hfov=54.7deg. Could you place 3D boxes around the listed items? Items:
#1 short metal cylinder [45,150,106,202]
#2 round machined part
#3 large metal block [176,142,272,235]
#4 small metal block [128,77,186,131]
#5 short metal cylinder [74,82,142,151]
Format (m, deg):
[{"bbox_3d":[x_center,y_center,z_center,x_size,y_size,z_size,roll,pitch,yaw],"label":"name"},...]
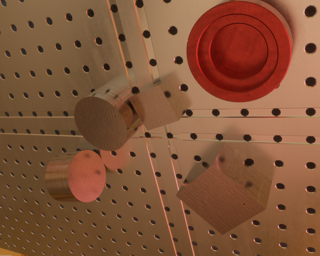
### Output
[{"bbox_3d":[-0.132,0.076,0.490,0.050,0.080,0.080,-8,115,31],"label":"short metal cylinder"},{"bbox_3d":[0.080,-0.078,0.309,0.098,0.042,0.097,13,124,20],"label":"round machined part"},{"bbox_3d":[0.082,0.079,0.400,0.080,0.050,0.080,40,129,0],"label":"large metal block"},{"bbox_3d":[-0.004,-0.029,0.394,0.050,0.025,0.050,-18,109,34],"label":"small metal block"},{"bbox_3d":[-0.067,-0.016,0.419,0.080,0.050,0.079,13,124,20],"label":"short metal cylinder"}]
